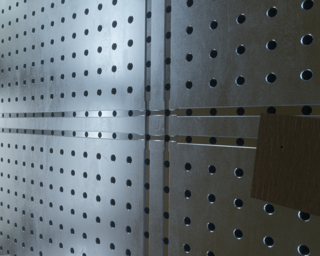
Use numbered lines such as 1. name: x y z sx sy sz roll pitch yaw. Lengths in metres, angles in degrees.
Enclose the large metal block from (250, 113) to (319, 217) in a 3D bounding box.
1. large metal block: 0.135 0.030 0.281 0.080 0.050 0.079 9 96 39
